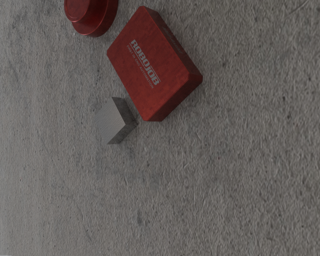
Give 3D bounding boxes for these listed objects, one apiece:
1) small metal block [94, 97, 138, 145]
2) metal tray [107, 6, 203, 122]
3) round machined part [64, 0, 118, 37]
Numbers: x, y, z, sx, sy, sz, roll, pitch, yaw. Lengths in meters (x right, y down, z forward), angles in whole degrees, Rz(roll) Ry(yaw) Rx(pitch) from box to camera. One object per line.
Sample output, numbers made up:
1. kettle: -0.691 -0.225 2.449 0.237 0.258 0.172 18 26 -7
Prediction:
1. small metal block: -0.066 -0.010 0.460 0.050 0.025 0.050 -43 64 31
2. metal tray: -0.012 -0.084 0.412 0.090 0.030 0.130 -44 64 31
3. round machined part: -0.114 -0.197 0.488 0.098 0.042 0.097 0 90 40
